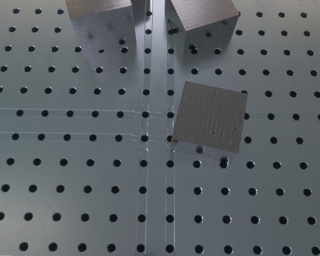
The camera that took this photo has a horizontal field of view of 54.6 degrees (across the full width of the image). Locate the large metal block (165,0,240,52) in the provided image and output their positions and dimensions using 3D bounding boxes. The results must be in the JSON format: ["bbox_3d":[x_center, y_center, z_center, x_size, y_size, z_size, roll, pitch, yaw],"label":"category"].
[{"bbox_3d":[0.059,-0.171,0.461,0.080,0.050,0.080,-19,71,-7],"label":"large metal block"}]

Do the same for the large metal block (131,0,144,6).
[{"bbox_3d":[-0.072,-0.231,0.483,0.080,0.050,0.080,-33,73,-11],"label":"large metal block"}]

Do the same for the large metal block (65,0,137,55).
[{"bbox_3d":[-0.082,-0.156,0.439,0.080,0.080,0.050,-16,71,-6],"label":"large metal block"}]

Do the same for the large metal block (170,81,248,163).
[{"bbox_3d":[0.062,-0.007,0.401,0.080,0.050,0.080,12,71,4],"label":"large metal block"}]

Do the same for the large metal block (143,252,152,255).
[{"bbox_3d":[-0.036,0.172,0.320,0.080,0.080,0.050,-25,72,-9],"label":"large metal block"}]
